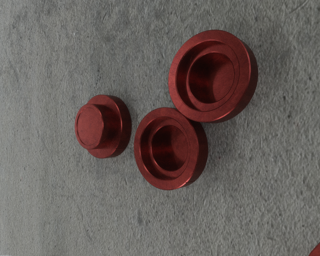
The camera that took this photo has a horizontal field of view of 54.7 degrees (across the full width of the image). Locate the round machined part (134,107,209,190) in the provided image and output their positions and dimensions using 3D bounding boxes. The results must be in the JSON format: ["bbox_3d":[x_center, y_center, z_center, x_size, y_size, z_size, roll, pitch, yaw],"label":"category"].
[{"bbox_3d":[0.017,0.024,0.380,0.098,0.042,0.097,0,90,40],"label":"round machined part"}]

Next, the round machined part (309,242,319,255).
[{"bbox_3d":[0.173,0.130,0.251,0.098,0.042,0.097,0,90,40],"label":"round machined part"}]

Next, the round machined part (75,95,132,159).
[{"bbox_3d":[-0.092,-0.002,0.470,0.098,0.042,0.097,0,90,40],"label":"round machined part"}]

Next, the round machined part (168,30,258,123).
[{"bbox_3d":[0.061,-0.053,0.341,0.098,0.042,0.097,-3,84,38],"label":"round machined part"}]
